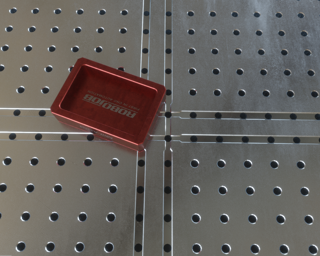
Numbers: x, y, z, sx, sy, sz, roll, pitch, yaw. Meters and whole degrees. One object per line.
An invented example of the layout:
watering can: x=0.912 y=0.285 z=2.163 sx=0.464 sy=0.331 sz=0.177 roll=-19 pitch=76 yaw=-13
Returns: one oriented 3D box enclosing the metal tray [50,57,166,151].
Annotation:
metal tray: x=-0.067 y=-0.034 z=0.420 sx=0.131 sy=0.030 sz=0.090 roll=20 pitch=71 yaw=7
